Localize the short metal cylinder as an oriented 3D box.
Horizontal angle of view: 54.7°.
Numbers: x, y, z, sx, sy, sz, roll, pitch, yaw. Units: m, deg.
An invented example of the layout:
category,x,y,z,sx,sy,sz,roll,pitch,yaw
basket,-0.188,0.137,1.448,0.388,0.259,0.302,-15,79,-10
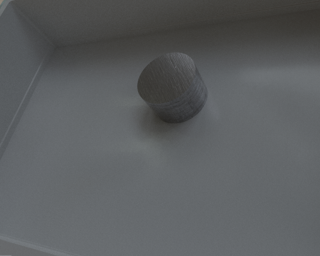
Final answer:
category,x,y,z,sx,sy,sz,roll,pitch,yaw
short metal cylinder,0.017,-0.053,0.412,0.080,0.050,0.080,-13,56,20
